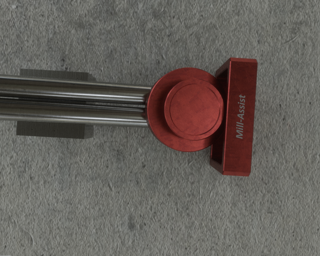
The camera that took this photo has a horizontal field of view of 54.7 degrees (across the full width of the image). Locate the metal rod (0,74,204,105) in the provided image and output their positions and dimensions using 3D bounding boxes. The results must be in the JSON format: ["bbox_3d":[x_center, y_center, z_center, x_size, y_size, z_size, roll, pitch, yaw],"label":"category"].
[{"bbox_3d":[-0.064,-0.042,0.365,0.302,0.025,0.025,2,90,-13],"label":"metal rod"}]

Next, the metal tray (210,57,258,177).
[{"bbox_3d":[0.087,-0.012,0.379,0.030,0.090,0.129,4,90,0],"label":"metal tray"}]

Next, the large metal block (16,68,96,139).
[{"bbox_3d":[-0.128,-0.029,0.393,0.081,0.050,0.079,3,90,-1],"label":"large metal block"}]

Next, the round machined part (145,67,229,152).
[{"bbox_3d":[0.034,-0.021,0.354,0.099,0.042,0.097,0,92,-11],"label":"round machined part"}]

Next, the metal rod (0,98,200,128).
[{"bbox_3d":[-0.066,-0.015,0.365,0.302,0.025,0.025,3,90,-13],"label":"metal rod"}]
